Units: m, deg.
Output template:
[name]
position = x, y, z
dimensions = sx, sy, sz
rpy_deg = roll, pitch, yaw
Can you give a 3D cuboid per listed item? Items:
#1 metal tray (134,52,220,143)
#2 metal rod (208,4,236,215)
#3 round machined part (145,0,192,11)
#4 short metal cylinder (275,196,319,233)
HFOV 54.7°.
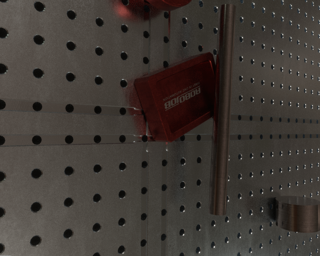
[metal tray]
position = 0.034, -0.046, 0.436
dimensions = 0.131, 0.030, 0.089
rpy_deg = -29, 109, -36
[metal rod]
position = 0.090, -0.027, 0.447
dimensions = 0.025, 0.025, 0.298
rpy_deg = 5, 87, -40
[round machined part]
position = 0.001, -0.201, 0.400
dimensions = 0.099, 0.042, 0.097
rpy_deg = 0, 90, -40
[short metal cylinder]
position = 0.267, 0.166, 0.602
dimensions = 0.081, 0.080, 0.050
rpy_deg = 1, 90, -40
